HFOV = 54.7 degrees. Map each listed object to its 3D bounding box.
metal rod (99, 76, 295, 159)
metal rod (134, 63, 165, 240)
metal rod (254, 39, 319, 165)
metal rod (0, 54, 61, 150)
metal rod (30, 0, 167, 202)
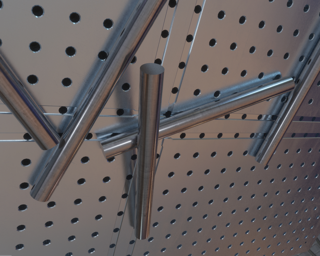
[{"bbox_3d":[0.064,-0.020,0.435,0.302,0.025,0.025,-20,126,-17],"label":"metal rod"},{"bbox_3d":[-0.019,0.055,0.409,0.025,0.025,0.298,-13,133,-22],"label":"metal rod"},{"bbox_3d":[0.232,-0.070,0.497,0.025,0.025,0.298,9,114,-33],"label":"metal rod"},{"bbox_3d":[-0.172,-0.091,0.260,0.025,0.025,0.299,-31,129,-9],"label":"metal rod"},{"bbox_3d":[-0.069,-0.039,0.350,0.025,0.025,0.299,24,106,-37],"label":"metal rod"}]
